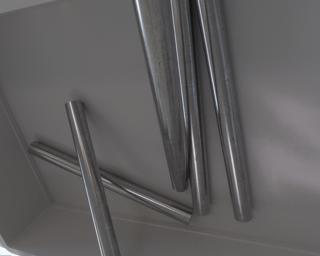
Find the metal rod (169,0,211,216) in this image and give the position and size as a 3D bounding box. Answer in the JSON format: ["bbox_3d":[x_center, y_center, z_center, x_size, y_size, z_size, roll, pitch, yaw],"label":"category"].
[{"bbox_3d":[0.040,-0.011,0.380,0.025,0.025,0.298,5,121,25],"label":"metal rod"}]

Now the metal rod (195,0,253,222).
[{"bbox_3d":[0.078,-0.011,0.360,0.025,0.025,0.298,-1,118,28],"label":"metal rod"}]

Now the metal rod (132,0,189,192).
[{"bbox_3d":[0.011,-0.006,0.326,0.025,0.025,0.299,16,148,19],"label":"metal rod"}]

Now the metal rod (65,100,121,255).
[{"bbox_3d":[-0.087,0.106,0.435,0.025,0.025,0.299,-22,80,36],"label":"metal rod"}]

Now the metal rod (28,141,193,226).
[{"bbox_3d":[-0.089,0.085,0.507,0.301,0.025,0.025,20,126,16],"label":"metal rod"}]
